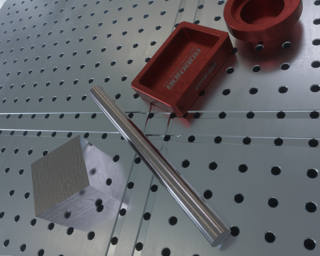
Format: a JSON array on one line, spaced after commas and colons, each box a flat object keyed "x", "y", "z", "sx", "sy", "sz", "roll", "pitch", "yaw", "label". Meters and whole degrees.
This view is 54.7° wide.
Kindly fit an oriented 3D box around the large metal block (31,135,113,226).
[{"x": -0.119, "y": 0.070, "z": 0.412, "sx": 0.080, "sy": 0.050, "sz": 0.080, "roll": -31, "pitch": 52, "yaw": 8, "label": "large metal block"}]

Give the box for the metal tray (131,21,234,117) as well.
[{"x": 0.031, "y": -0.088, "z": 0.442, "sx": 0.090, "sy": 0.030, "sz": 0.130, "roll": 30, "pitch": 78, "yaw": 37, "label": "metal tray"}]

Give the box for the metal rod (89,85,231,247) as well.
[{"x": -0.020, "y": 0.026, "z": 0.402, "sx": 0.025, "sy": 0.025, "sz": 0.300, "roll": -43, "pitch": 51, "yaw": -1, "label": "metal rod"}]

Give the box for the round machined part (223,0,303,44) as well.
[{"x": 0.139, "y": -0.153, "z": 0.418, "sx": 0.098, "sy": 0.042, "sz": 0.098, "roll": -13, "pitch": 56, "yaw": 21, "label": "round machined part"}]
